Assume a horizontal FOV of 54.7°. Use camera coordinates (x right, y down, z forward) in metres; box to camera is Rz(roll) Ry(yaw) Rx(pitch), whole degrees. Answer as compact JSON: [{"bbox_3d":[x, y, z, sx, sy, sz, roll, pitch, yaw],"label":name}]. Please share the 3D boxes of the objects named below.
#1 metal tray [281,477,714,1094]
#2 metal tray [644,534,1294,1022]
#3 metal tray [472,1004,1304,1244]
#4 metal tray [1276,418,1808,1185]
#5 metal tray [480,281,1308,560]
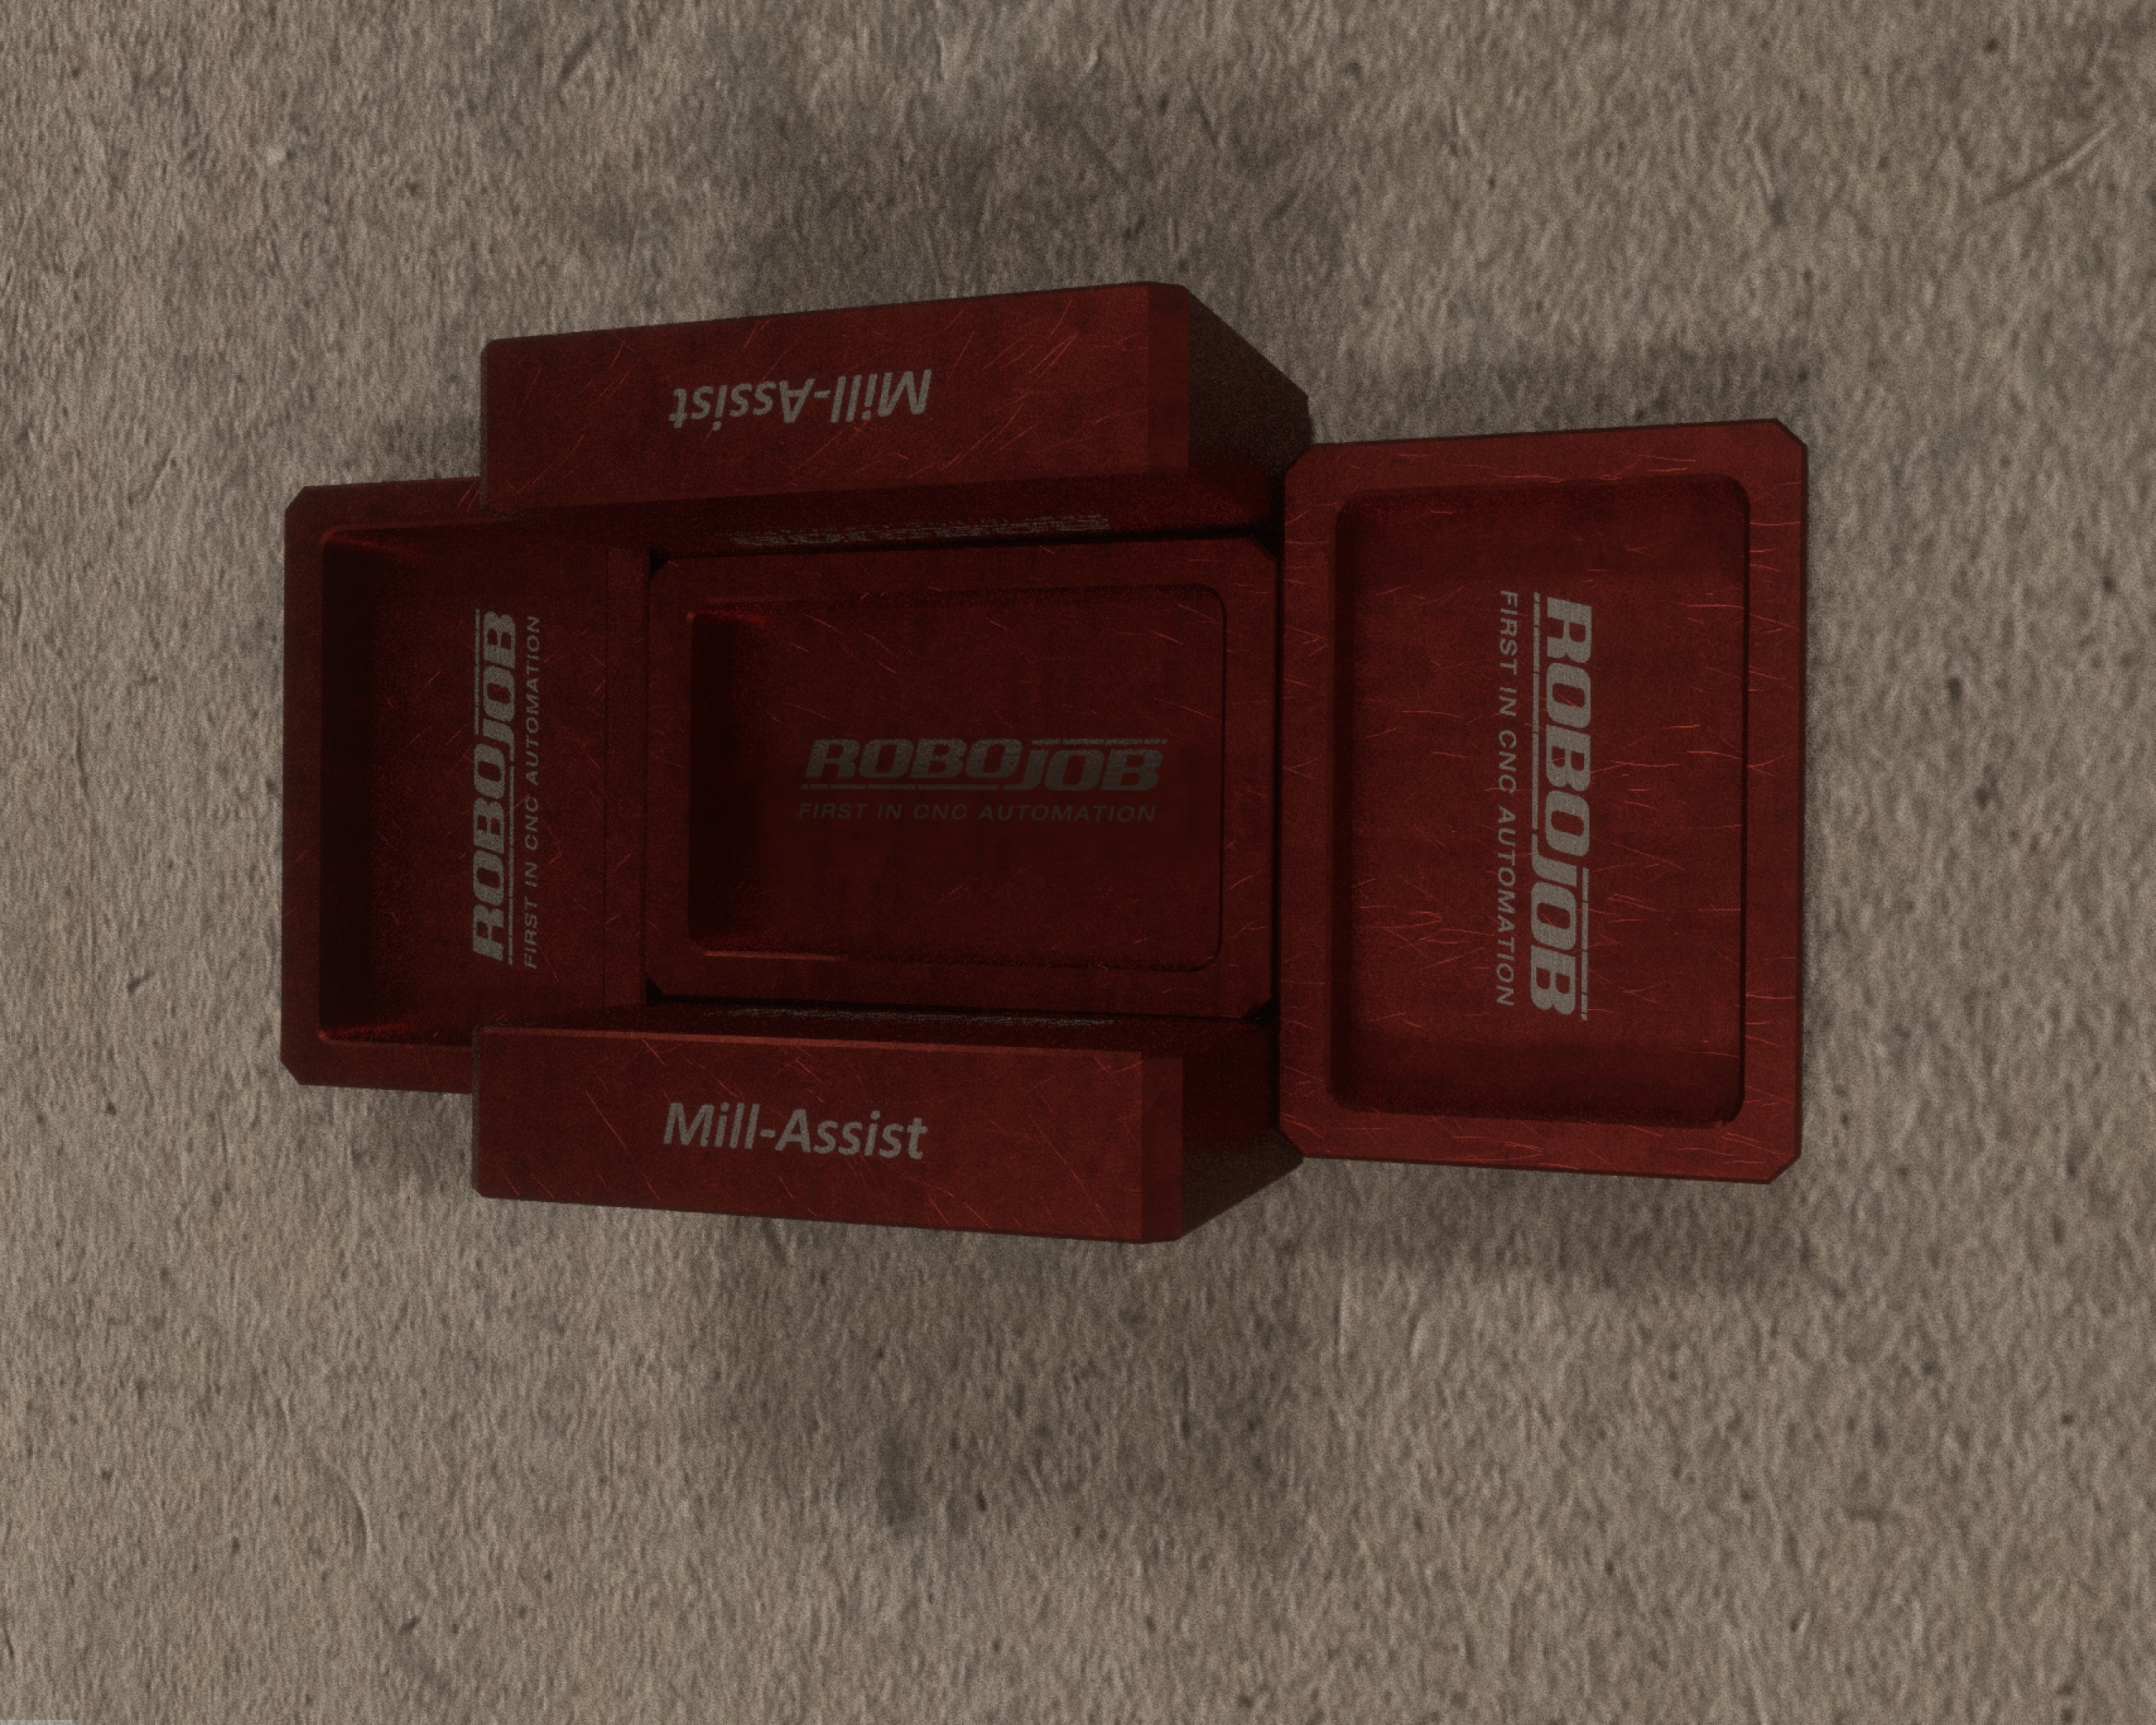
[{"bbox_3d":[-0.125,-0.016,0.450,0.090,0.030,0.129,1,90,19],"label":"metal tray"},{"bbox_3d":[-0.021,-0.016,0.414,0.130,0.030,0.089,1,90,19],"label":"metal tray"},{"bbox_3d":[-0.032,0.044,0.384,0.130,0.090,0.030,0,90,19],"label":"metal tray"},{"bbox_3d":[0.084,-0.011,0.377,0.090,0.030,0.129,1,90,19],"label":"metal tray"},{"bbox_3d":[-0.031,-0.076,0.386,0.130,0.090,0.030,0,90,19],"label":"metal tray"}]
